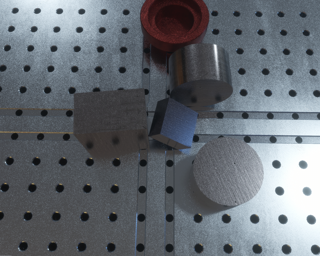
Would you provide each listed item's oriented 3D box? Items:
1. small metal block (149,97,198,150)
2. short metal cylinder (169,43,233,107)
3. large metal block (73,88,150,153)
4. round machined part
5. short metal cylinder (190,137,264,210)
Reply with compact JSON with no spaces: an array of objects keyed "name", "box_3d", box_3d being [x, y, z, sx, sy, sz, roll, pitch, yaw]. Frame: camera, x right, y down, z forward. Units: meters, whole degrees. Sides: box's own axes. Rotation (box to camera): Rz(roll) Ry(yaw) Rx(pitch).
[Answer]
[{"name":"small metal block","box_3d":[0.018,-0.005,0.400,0.050,0.025,0.050,26,67,-30]},{"name":"short metal cylinder","box_3d":[0.052,-0.067,0.407,0.081,0.080,0.050,-2,70,-1]},{"name":"large metal block","box_3d":[-0.056,-0.006,0.384,0.081,0.080,0.050,-5,70,-2]},{"name":"round machined part","box_3d":[0.021,-0.154,0.459,0.099,0.042,0.098,0,70,0]},{"name":"short metal cylinder","box_3d":[0.079,0.057,0.378,0.081,0.050,0.080,0,70,0]}]
